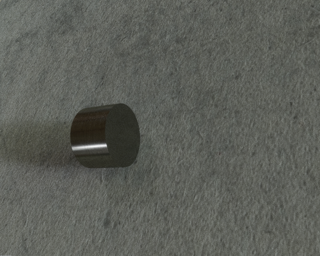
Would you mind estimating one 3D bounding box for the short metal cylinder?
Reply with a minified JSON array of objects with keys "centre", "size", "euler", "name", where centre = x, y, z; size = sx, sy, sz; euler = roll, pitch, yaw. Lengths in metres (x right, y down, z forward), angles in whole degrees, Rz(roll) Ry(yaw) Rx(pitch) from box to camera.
[{"centre":[-0.067,0.011,0.396],"size":[0.050,0.080,0.080],"euler":[-5,59,25],"name":"short metal cylinder"}]
